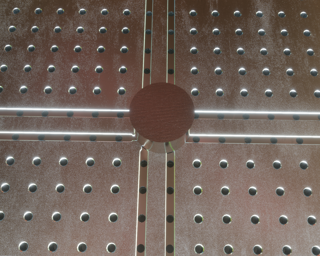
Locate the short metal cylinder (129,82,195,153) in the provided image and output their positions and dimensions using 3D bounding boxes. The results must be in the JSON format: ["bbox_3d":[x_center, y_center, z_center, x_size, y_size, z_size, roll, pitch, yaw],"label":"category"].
[{"bbox_3d":[0.003,-0.012,0.403,0.080,0.050,0.080,0,70,0],"label":"short metal cylinder"}]
